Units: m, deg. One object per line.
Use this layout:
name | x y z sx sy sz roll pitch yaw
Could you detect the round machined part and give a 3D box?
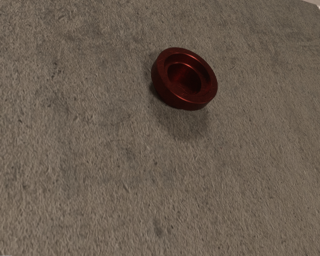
round machined part | 0.031 -0.066 0.452 0.099 0.042 0.098 14 56 -21
